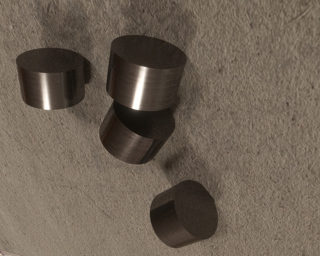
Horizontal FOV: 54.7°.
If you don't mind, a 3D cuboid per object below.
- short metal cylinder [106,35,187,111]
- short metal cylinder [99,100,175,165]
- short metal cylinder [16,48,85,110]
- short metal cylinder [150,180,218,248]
[{"bbox_3d":[-0.016,-0.062,0.340,0.080,0.080,0.050,24,127,13],"label":"short metal cylinder"},{"bbox_3d":[-0.028,-0.002,0.384,0.080,0.080,0.050,37,129,3],"label":"short metal cylinder"},{"bbox_3d":[-0.139,-0.066,0.402,0.080,0.080,0.050,19,126,16],"label":"short metal cylinder"},{"bbox_3d":[0.033,0.118,0.426,0.080,0.080,0.050,48,129,-6],"label":"short metal cylinder"}]
